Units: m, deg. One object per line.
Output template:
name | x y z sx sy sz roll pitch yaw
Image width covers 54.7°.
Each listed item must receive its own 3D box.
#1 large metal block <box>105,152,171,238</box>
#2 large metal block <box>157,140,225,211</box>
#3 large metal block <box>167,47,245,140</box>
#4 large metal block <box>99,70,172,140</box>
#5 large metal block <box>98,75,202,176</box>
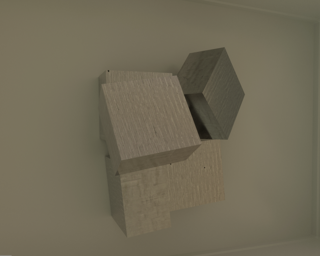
large metal block | -0.029 0.073 0.370 0.050 0.080 0.079 -7 93 -20
large metal block | 0.034 0.057 0.407 0.081 0.050 0.079 -6 92 -20
large metal block | 0.061 -0.042 0.392 0.080 0.050 0.080 55 50 -36
large metal block | -0.031 -0.026 0.385 0.081 0.050 0.079 -1 91 -20
large metal block | -0.014 -0.003 0.322 0.081 0.050 0.080 -10 68 -20
